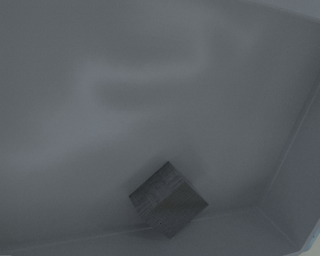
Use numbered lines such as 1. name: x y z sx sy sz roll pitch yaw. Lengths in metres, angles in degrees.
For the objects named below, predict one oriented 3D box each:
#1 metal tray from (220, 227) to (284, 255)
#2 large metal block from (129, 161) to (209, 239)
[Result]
1. metal tray: 0.177 0.257 0.633 0.131 0.030 0.090 -32 171 -8
2. large metal block: 0.014 0.110 0.471 0.080 0.050 0.080 -42 130 0
